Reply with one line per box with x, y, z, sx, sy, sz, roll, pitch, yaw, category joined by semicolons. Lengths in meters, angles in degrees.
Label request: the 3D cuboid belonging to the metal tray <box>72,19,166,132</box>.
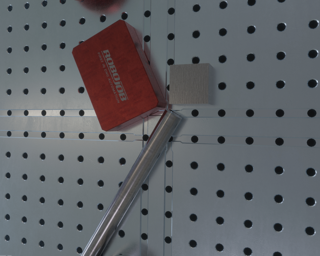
-0.058;-0.070;0.431;0.090;0.030;0.129;-25;82;18;metal tray

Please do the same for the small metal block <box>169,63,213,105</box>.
0.040;-0.055;0.398;0.050;0.025;0.050;1;90;20;small metal block

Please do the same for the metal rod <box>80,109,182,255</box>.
-0.056;0.108;0.432;0.025;0.025;0.299;33;101;17;metal rod
